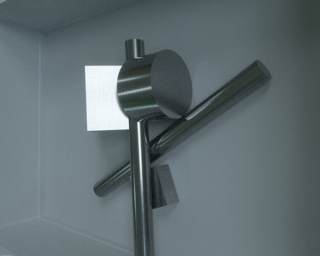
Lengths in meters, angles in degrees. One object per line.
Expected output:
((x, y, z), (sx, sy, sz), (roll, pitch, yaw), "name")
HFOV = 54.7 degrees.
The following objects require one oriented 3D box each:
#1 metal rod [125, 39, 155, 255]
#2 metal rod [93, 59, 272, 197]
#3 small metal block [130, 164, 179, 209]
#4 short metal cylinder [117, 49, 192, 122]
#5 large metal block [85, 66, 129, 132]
((-0.025, 0.038, 0.390), (0.025, 0.025, 0.298), (-6, 85, 39), "metal rod")
((0.007, 0.018, 0.396), (0.299, 0.025, 0.025), (-38, 67, 33), "metal rod")
((-0.008, 0.080, 0.410), (0.050, 0.025, 0.050), (-27, 74, 36), "small metal block")
((-0.004, -0.048, 0.370), (0.050, 0.081, 0.080), (-5, 87, 38), "short metal cylinder")
((-0.072, -0.036, 0.420), (0.080, 0.050, 0.080), (165, 102, -80), "large metal block")
